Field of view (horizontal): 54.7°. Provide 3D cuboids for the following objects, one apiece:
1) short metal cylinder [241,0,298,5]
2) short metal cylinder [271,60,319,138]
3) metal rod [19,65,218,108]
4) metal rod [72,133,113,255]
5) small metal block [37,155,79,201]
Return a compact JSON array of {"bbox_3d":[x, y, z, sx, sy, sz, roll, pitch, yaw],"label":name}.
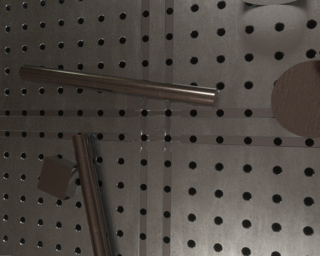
[{"bbox_3d":[0.126,-0.175,0.339,0.080,0.080,0.050,4,91,19],"label":"short metal cylinder"},{"bbox_3d":[0.165,-0.030,0.341,0.080,0.050,0.079,0,90,19],"label":"short metal cylinder"},{"bbox_3d":[-0.071,-0.062,0.436,0.301,0.025,0.025,10,94,19],"label":"metal rod"},{"bbox_3d":[-0.086,0.156,0.441,0.025,0.025,0.298,-13,86,19],"label":"metal rod"},{"bbox_3d":[-0.150,0.074,0.464,0.050,0.025,0.050,19,96,18],"label":"small metal block"}]
